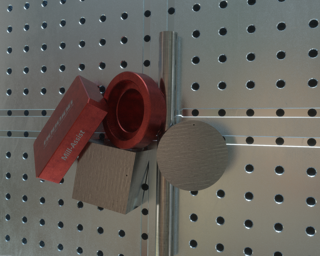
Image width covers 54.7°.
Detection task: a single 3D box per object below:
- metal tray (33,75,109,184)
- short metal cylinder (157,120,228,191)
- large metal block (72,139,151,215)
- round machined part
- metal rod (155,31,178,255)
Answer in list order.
[{"bbox_3d":[-0.127,0.000,0.429,0.130,0.030,0.090,-53,36,12],"label":"metal tray"},{"bbox_3d":[0.036,0.031,0.372,0.081,0.050,0.079,0,90,0],"label":"short metal cylinder"},{"bbox_3d":[-0.065,0.062,0.422,0.080,0.050,0.079,11,94,19],"label":"large metal block"},{"bbox_3d":[-0.030,-0.022,0.400,0.098,0.042,0.097,-1,88,45],"label":"round machined part"},{"bbox_3d":[0.009,0.024,0.410,0.025,0.025,0.298,1,90,20],"label":"metal rod"}]
